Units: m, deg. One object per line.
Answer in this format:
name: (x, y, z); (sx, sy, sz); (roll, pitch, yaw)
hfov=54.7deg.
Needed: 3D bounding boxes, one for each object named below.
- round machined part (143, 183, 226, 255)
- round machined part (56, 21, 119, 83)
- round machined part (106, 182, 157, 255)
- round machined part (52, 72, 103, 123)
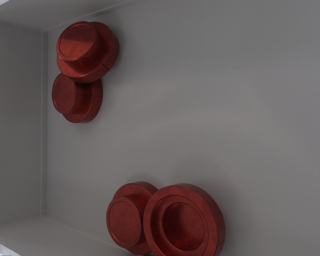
round machined part: (0.032, 0.114, 0.366); (0.098, 0.042, 0.097); (-1, 89, 34)
round machined part: (-0.115, -0.120, 0.466); (0.098, 0.042, 0.098); (-7, 67, 19)
round machined part: (-0.036, 0.125, 0.426); (0.098, 0.042, 0.097); (0, 90, 40)
round machined part: (-0.143, -0.057, 0.514); (0.098, 0.042, 0.097); (0, 90, 40)
